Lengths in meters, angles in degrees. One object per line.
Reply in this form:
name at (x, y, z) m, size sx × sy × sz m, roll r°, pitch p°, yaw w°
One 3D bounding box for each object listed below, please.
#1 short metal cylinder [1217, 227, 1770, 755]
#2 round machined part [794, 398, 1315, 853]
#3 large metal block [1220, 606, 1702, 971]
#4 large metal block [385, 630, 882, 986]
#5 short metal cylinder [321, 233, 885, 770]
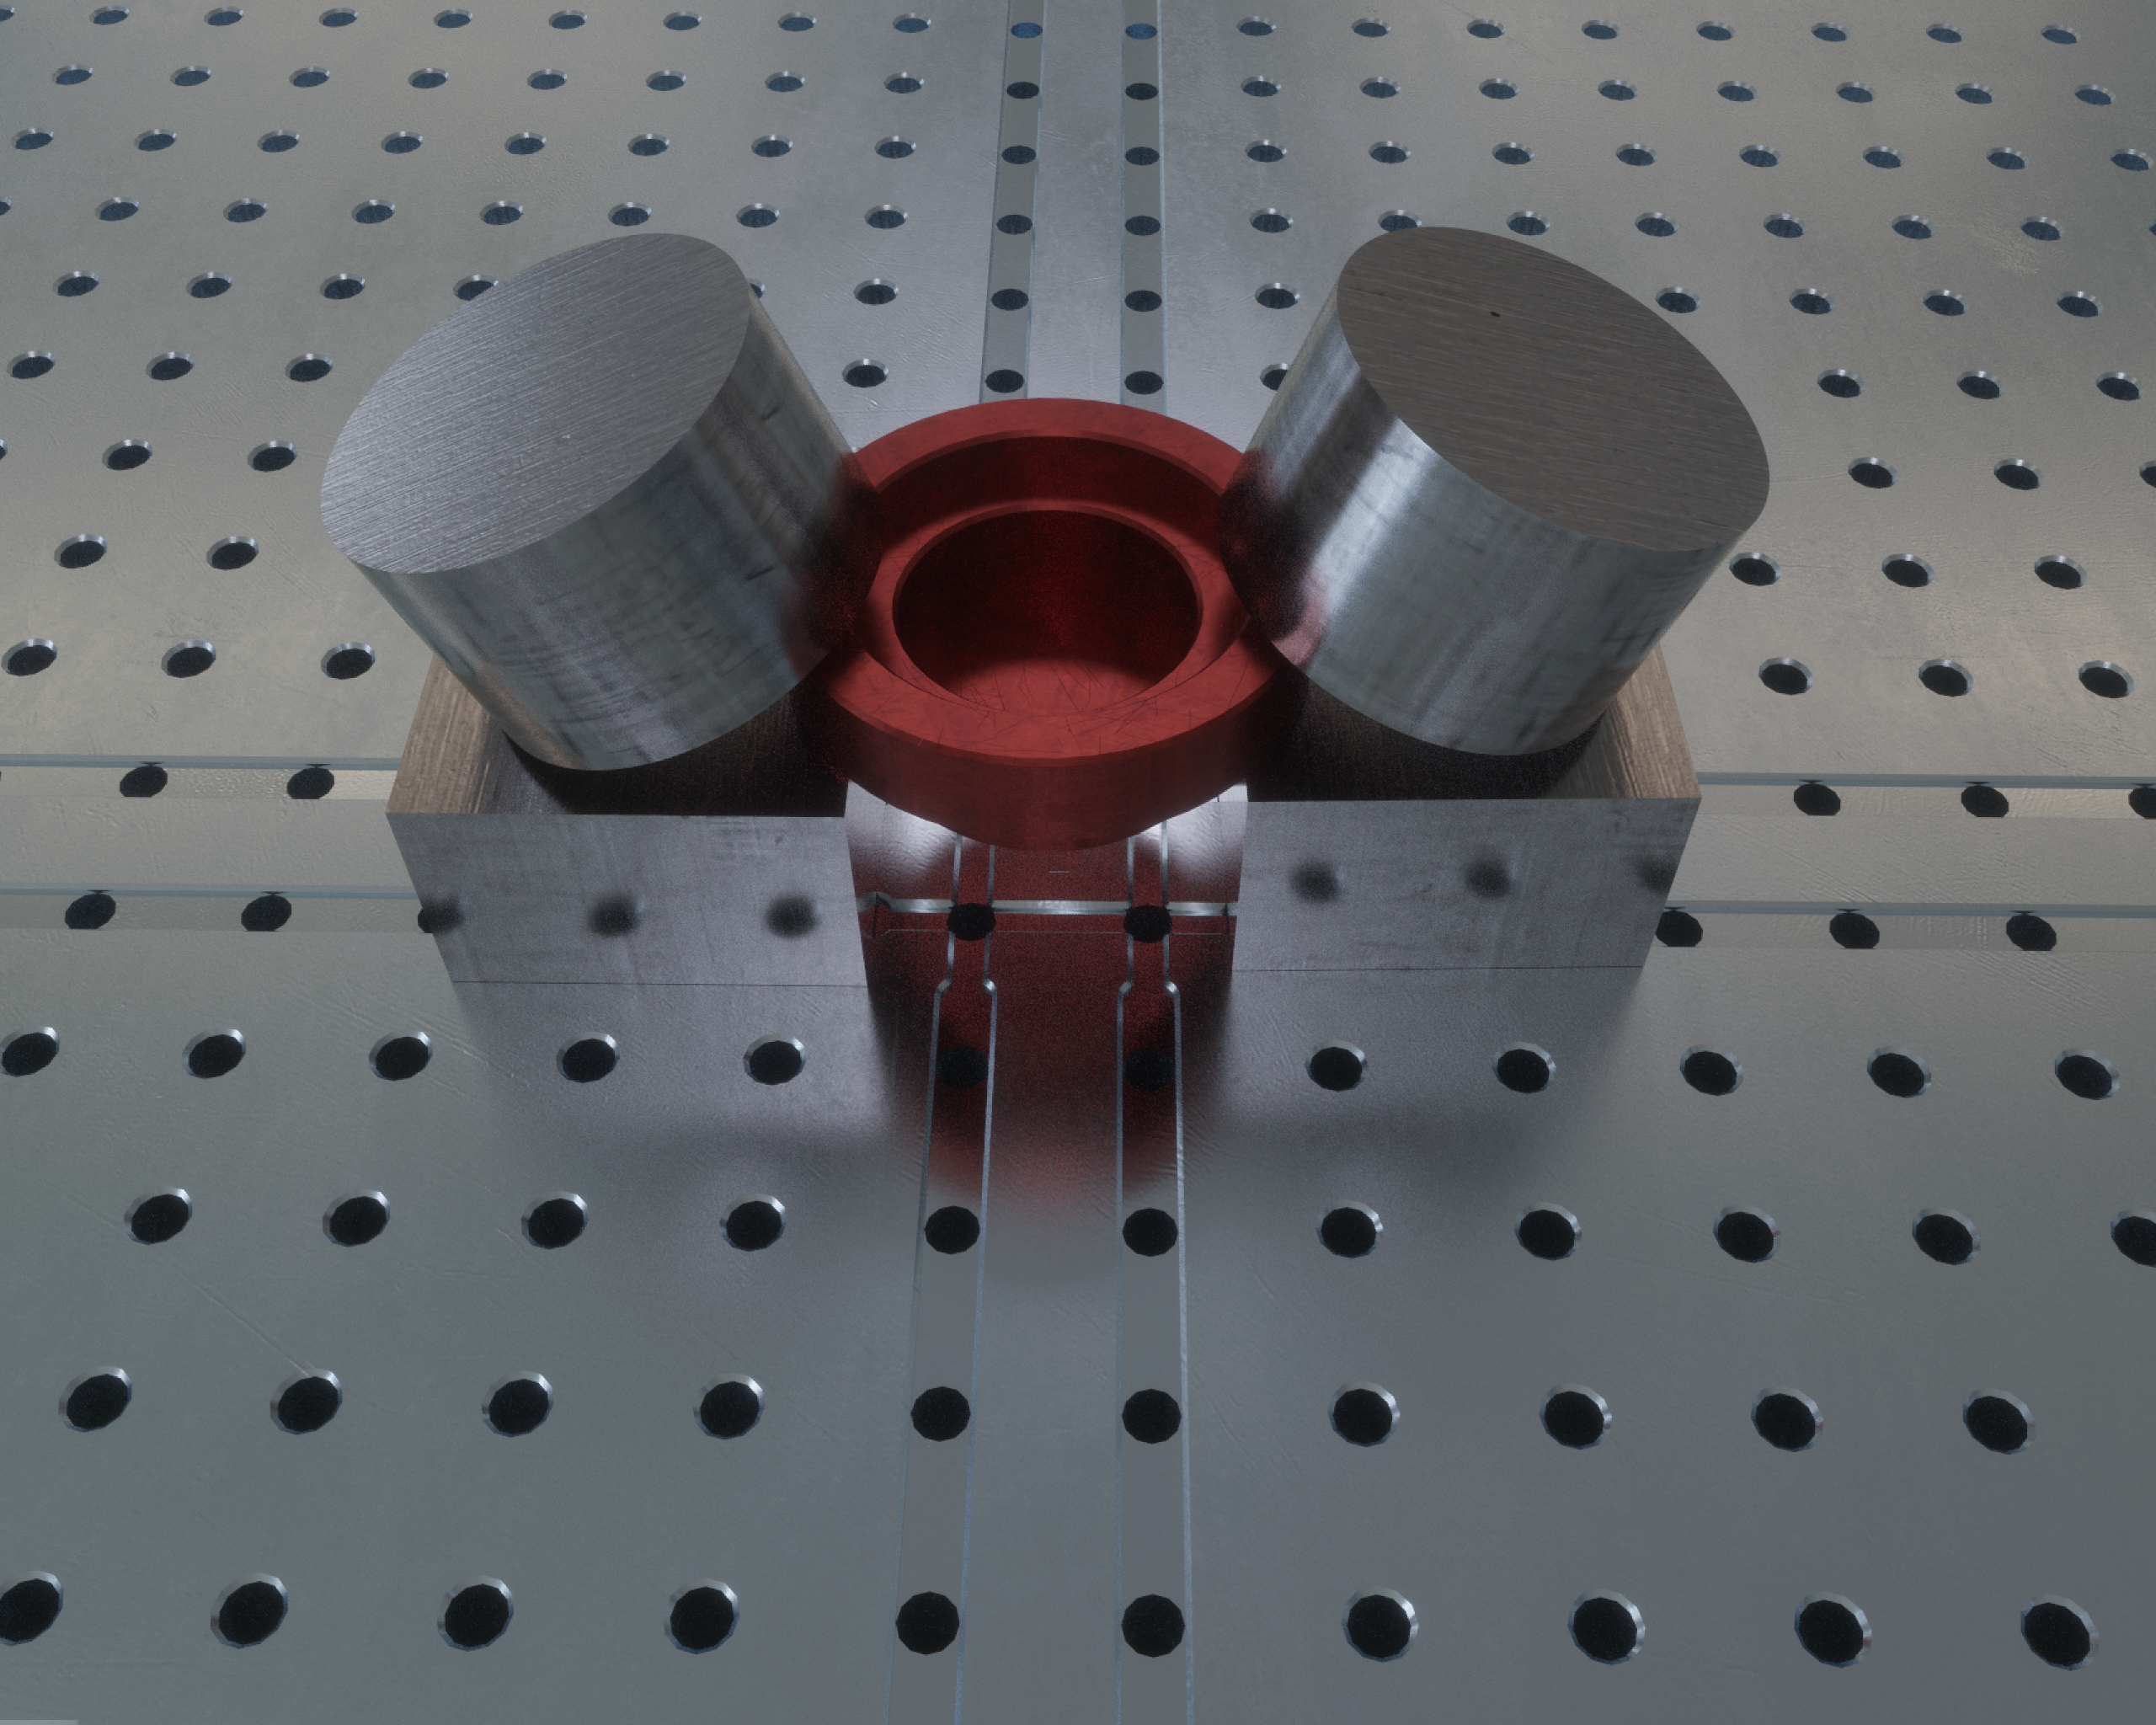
short metal cylinder at (0.071, -0.065, 0.365) m, size 0.081 × 0.050 × 0.080 m, roll 13°, pitch 48°, yaw -15°
round machined part at (-0.005, -0.041, 0.392) m, size 0.099 × 0.042 × 0.098 m, roll 0°, pitch 50°, yaw 0°
large metal block at (0.070, -0.026, 0.413) m, size 0.081 × 0.050 × 0.080 m, roll -1°, pitch 50°, yaw -1°
large metal block at (-0.080, -0.023, 0.410) m, size 0.080 × 0.050 × 0.080 m, roll 1°, pitch 50°, yaw 0°
short metal cylinder at (-0.081, -0.063, 0.362) m, size 0.080 × 0.050 × 0.080 m, roll -13°, pitch 49°, yaw 16°
